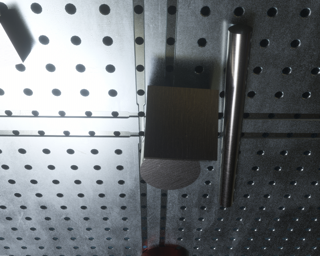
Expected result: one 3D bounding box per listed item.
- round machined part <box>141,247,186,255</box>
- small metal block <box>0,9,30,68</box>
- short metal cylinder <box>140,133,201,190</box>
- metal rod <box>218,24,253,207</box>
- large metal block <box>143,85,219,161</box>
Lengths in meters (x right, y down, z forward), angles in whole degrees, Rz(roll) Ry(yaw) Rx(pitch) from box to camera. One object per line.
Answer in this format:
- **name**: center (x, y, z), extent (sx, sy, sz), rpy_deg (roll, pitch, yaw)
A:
- **round machined part**: center (0.008, 0.294, 0.651), extent (0.099, 0.042, 0.097), rpy_deg (-1, 130, 0)
- **small metal block**: center (-0.178, -0.092, 0.330), extent (0.050, 0.025, 0.050), rpy_deg (-10, 130, 7)
- **short metal cylinder**: center (0.014, 0.041, 0.431), extent (0.081, 0.050, 0.079), rpy_deg (0, 130, 0)
- **metal rod**: center (0.097, 0.009, 0.421), extent (0.025, 0.025, 0.298), rpy_deg (-4, 130, 3)
- **large metal block**: center (0.023, -0.003, 0.365), extent (0.081, 0.080, 0.050), rpy_deg (3, 172, -3)
